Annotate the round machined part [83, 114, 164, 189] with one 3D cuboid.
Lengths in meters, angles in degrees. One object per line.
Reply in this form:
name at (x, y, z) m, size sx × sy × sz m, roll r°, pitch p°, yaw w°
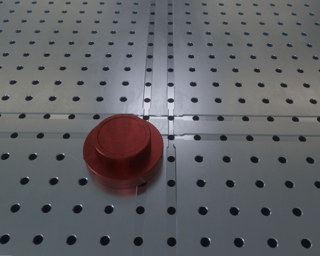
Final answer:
round machined part at (-0.045, 0.021, 0.379) m, size 0.099 × 0.042 × 0.098 m, roll 0°, pitch 50°, yaw 0°
